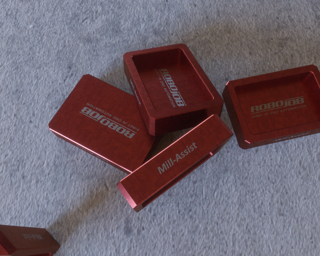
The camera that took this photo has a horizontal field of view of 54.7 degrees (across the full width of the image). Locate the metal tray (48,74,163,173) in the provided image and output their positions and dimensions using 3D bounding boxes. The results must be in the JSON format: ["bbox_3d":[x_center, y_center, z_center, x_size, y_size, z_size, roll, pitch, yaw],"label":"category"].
[{"bbox_3d":[-0.064,-0.005,0.406,0.130,0.030,0.090,27,72,9],"label":"metal tray"}]

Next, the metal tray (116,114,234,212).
[{"bbox_3d":[0.016,0.044,0.357,0.131,0.090,0.030,-35,77,-12],"label":"metal tray"}]

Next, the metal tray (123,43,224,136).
[{"bbox_3d":[0.012,-0.055,0.396,0.091,0.030,0.130,-13,50,-13],"label":"metal tray"}]

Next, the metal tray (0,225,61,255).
[{"bbox_3d":[-0.158,0.140,0.299,0.030,0.130,0.090,41,75,13],"label":"metal tray"}]

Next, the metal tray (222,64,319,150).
[{"bbox_3d":[0.160,-0.029,0.418,0.131,0.030,0.090,-12,71,-5],"label":"metal tray"}]
